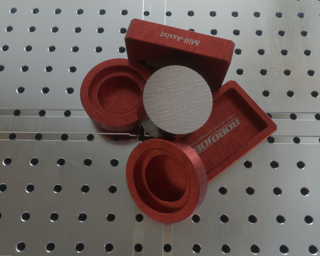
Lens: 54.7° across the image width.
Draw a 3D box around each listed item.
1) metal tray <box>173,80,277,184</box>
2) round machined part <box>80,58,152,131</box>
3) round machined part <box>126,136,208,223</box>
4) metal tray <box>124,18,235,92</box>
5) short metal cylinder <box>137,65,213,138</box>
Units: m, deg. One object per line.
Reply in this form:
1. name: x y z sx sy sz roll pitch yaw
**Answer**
1. metal tray: 0.073 0.007 0.407 0.131 0.030 0.090 -35 74 -12
2. round machined part: -0.053 -0.041 0.417 0.099 0.042 0.098 0 70 -1
3. round machined part: 0.011 0.057 0.363 0.098 0.042 0.097 7 103 32
4. metal tray: 0.024 -0.091 0.410 0.131 0.090 0.030 14 71 5
5. short metal cylinder: 0.016 -0.028 0.369 0.081 0.050 0.080 2 79 -12
